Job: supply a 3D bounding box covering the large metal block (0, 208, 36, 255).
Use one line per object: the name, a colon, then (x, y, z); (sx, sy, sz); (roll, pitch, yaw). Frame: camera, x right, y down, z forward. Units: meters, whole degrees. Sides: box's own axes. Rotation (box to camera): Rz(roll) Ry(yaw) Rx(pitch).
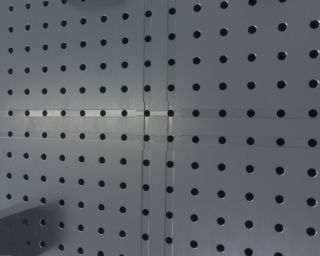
large metal block: (-0.240, 0.170, 0.469); (0.050, 0.080, 0.080); (-5, 88, 20)
